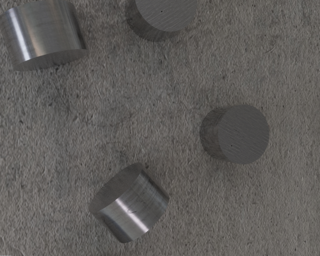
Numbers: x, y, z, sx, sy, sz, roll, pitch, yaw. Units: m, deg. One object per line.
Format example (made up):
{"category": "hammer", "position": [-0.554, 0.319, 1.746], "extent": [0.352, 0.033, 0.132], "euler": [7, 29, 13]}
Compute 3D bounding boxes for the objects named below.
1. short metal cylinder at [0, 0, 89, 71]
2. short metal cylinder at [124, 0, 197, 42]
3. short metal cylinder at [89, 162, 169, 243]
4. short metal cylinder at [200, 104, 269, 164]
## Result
{"category": "short metal cylinder", "position": [-0.123, -0.097, 0.334], "extent": [0.081, 0.080, 0.050], "euler": [-18, 97, -19]}
{"category": "short metal cylinder", "position": [0.000, -0.156, 0.395], "extent": [0.081, 0.050, 0.080], "euler": [0, 90, -20]}
{"category": "short metal cylinder", "position": [-0.036, 0.087, 0.366], "extent": [0.080, 0.080, 0.050], "euler": [-42, 104, -15]}
{"category": "short metal cylinder", "position": [0.104, 0.008, 0.434], "extent": [0.081, 0.050, 0.080], "euler": [0, 90, -20]}
